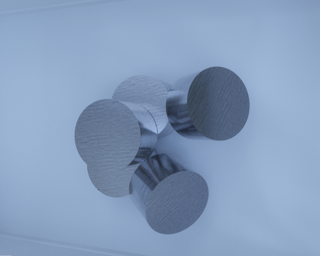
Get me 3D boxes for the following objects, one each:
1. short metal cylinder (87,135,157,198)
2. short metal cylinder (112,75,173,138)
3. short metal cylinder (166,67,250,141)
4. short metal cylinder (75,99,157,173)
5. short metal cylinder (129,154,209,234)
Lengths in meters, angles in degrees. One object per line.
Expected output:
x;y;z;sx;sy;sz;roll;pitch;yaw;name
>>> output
-0.048;0.047;0.412;0.080;0.050;0.079;0;90;19;short metal cylinder
-0.016;-0.025;0.400;0.080;0.050;0.079;0;90;19;short metal cylinder
0.054;-0.026;0.354;0.081;0.050;0.079;1;89;-25;short metal cylinder
-0.049;0.008;0.357;0.080;0.050;0.079;0;90;19;short metal cylinder
0.010;0.077;0.368;0.050;0.081;0.080;35;105;58;short metal cylinder
